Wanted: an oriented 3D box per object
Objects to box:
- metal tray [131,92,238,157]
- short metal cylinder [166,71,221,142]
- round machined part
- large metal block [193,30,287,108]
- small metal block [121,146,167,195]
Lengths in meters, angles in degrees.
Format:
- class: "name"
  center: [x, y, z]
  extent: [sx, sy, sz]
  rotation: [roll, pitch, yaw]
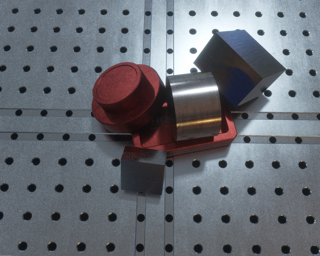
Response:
- class: "metal tray"
  center: [0.026, -0.013, 0.411]
  extent: [0.131, 0.030, 0.090]
  rotation: [-10, 70, -4]
- class: "short metal cylinder"
  center: [0.038, -0.026, 0.375]
  extent: [0.050, 0.080, 0.080]
  rotation: [-8, 70, -4]
- class: "round machined part"
  center: [-0.046, -0.045, 0.395]
  extent: [0.098, 0.042, 0.098]
  rotation: [-13, 53, 19]
- class: "large metal block"
  center: [0.105, -0.081, 0.404]
  extent: [0.081, 0.050, 0.080]
  rotation: [-23, 68, -47]
- class: "small metal block"
  center: [-0.020, 0.051, 0.373]
  extent: [0.050, 0.050, 0.025]
  rotation: [7, 36, 3]
